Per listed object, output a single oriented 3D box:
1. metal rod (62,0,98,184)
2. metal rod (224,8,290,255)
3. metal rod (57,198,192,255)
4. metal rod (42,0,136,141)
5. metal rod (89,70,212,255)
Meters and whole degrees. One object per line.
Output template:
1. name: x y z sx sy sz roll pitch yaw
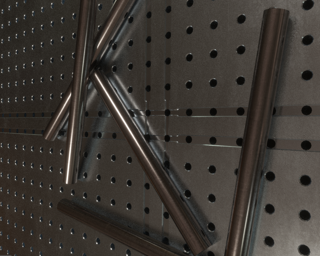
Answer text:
1. metal rod: -0.128 -0.048 0.489 0.025 0.025 0.298 25 112 37
2. metal rod: 0.098 0.030 0.327 0.025 0.025 0.298 12 98 39
3. metal rod: -0.055 0.155 0.452 0.300 0.025 0.025 9 96 39
4. metal rod: -0.124 -0.090 0.508 0.298 0.025 0.025 -52 60 27
5. metal rod: -0.024 0.031 0.427 0.025 0.025 0.299 -48 62 29
